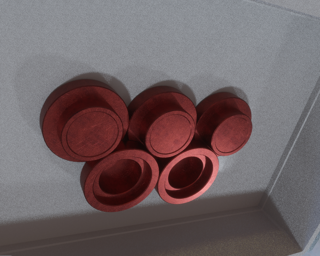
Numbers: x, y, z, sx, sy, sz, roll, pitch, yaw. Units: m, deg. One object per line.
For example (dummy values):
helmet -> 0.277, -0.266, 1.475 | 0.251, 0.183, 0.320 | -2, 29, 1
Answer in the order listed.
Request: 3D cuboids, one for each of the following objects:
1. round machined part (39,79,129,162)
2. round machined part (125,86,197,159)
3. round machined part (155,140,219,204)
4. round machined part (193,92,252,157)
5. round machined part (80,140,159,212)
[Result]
round machined part -> -0.081, -0.002, 0.349 | 0.099, 0.042, 0.097 | -14, 124, -22
round machined part -> 0.005, -0.001, 0.397 | 0.099, 0.042, 0.097 | -13, 123, -21
round machined part -> 0.032, 0.059, 0.449 | 0.099, 0.042, 0.097 | -14, 124, -21
round machined part -> 0.092, 0.001, 0.445 | 0.099, 0.042, 0.097 | -13, 123, -21
round machined part -> -0.054, 0.057, 0.401 | 0.099, 0.042, 0.097 | -14, 124, -21
